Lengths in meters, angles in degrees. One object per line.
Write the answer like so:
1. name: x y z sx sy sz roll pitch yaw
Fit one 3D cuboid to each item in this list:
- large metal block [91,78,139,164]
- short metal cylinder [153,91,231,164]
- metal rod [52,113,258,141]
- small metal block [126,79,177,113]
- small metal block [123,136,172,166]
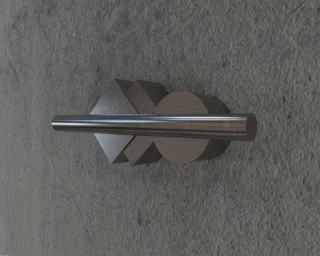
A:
1. large metal block: -0.046 -0.009 0.426 0.080 0.050 0.080 -49 61 28
2. short metal cylinder: 0.037 -0.001 0.359 0.080 0.050 0.080 0 90 40
3. metal rod: -0.035 -0.004 0.367 0.300 0.025 0.025 2 91 40
4. small metal block: -0.008 -0.033 0.397 0.025 0.050 0.050 -50 61 28
5. small metal block: -0.011 0.021 0.401 0.050 0.050 0.025 -50 61 28
